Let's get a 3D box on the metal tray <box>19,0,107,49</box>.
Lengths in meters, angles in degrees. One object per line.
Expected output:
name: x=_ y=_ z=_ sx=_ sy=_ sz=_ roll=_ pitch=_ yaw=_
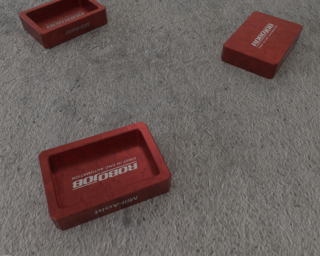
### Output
metal tray: x=-0.174 y=-0.201 z=0.567 sx=0.131 sy=0.030 sz=0.090 roll=-34 pitch=58 yaw=-25

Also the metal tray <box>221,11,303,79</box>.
metal tray: x=0.173 y=-0.144 z=0.522 sx=0.090 sy=0.030 sz=0.131 roll=27 pitch=55 yaw=21

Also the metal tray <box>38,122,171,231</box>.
metal tray: x=-0.063 y=0.050 z=0.356 sx=0.131 sy=0.030 sz=0.090 roll=-17 pitch=52 yaw=-14
